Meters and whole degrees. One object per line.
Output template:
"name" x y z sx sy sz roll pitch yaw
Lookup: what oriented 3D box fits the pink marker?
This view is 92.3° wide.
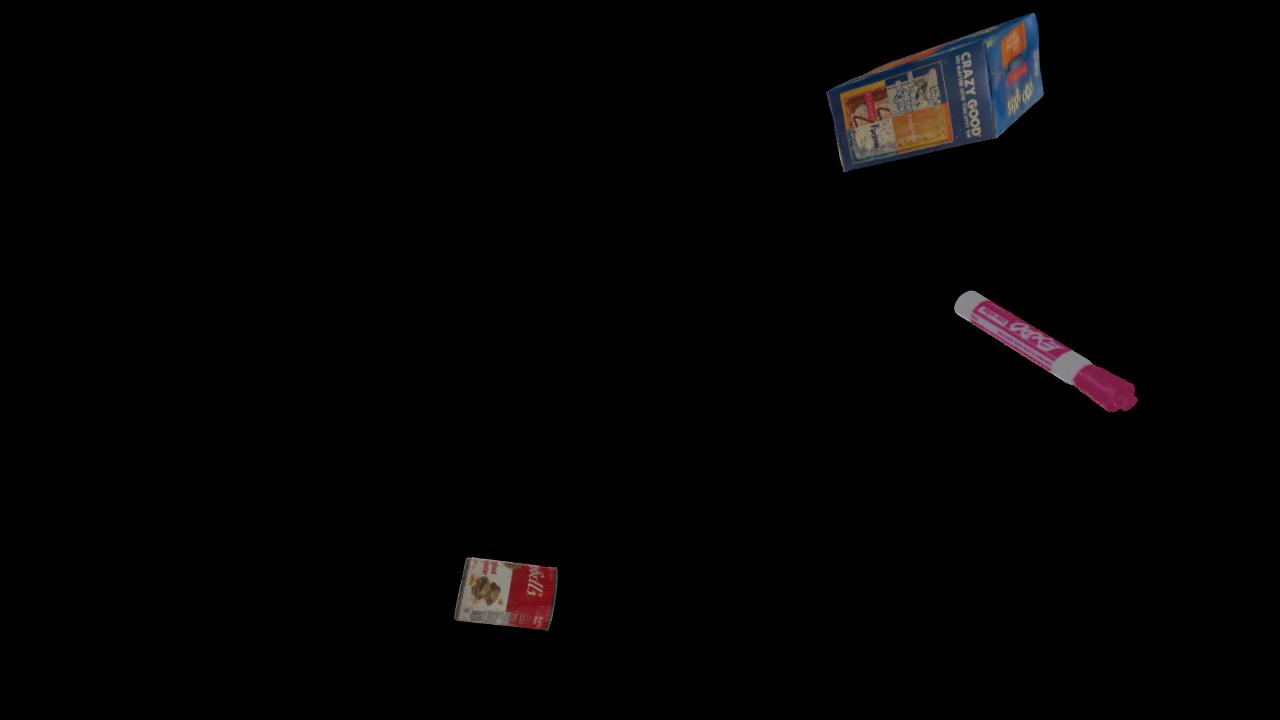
"pink marker" 0.243 -0.008 0.375 0.020 0.020 0.121 0 32 -22

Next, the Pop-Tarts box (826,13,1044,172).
"Pop-Tarts box" 0.289 -0.259 0.598 0.141 0.083 0.167 2 30 46

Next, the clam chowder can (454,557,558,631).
"clam chowder can" -0.147 0.258 0.680 0.102 0.068 0.068 10 -2 -11
